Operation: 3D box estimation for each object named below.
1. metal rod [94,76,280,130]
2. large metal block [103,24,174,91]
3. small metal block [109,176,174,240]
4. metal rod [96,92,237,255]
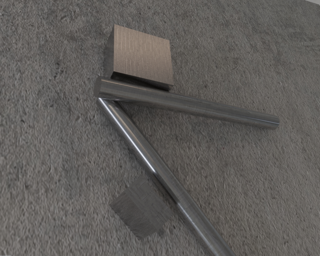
[{"bbox_3d":[0.057,-0.028,0.433,0.302,0.025,0.025,9,58,-30],"label":"metal rod"},{"bbox_3d":[-0.031,-0.084,0.422,0.081,0.050,0.080,10,58,-23],"label":"large metal block"},{"bbox_3d":[-0.021,0.085,0.324,0.050,0.050,0.025,48,51,5],"label":"small metal block"},{"bbox_3d":[0.021,0.080,0.366,0.025,0.025,0.300,-31,79,-38],"label":"metal rod"}]
